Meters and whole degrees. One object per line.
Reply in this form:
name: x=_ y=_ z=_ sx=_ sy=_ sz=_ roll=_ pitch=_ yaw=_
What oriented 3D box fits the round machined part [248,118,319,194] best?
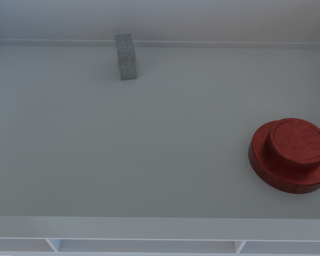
round machined part: x=0.161 y=0.026 z=0.374 sx=0.099 sy=0.042 sz=0.098 roll=0 pitch=50 yaw=0

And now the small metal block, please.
small metal block: x=-0.053 y=-0.110 z=0.481 sx=0.025 sy=0.050 sz=0.050 roll=-8 pitch=51 yaw=-7
